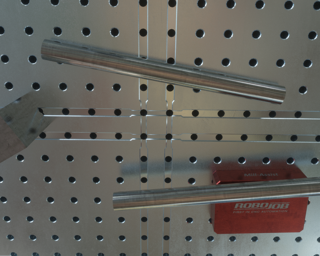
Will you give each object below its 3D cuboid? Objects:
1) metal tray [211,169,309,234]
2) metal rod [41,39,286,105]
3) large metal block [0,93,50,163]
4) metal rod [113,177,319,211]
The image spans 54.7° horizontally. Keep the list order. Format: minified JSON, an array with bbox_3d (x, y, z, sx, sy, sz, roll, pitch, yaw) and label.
[{"bbox_3d":[0.143,0.108,0.452,0.131,0.030,0.089,-1,110,0],"label":"metal tray"},{"bbox_3d":[0.008,-0.069,0.387,0.302,0.025,0.025,10,110,-4],"label":"metal rod"},{"bbox_3d":[-0.198,0.007,0.385,0.080,0.080,0.050,-29,108,10],"label":"large metal block"},{"bbox_3d":[0.089,0.087,0.413,0.302,0.025,0.025,-4,110,1],"label":"metal rod"}]
